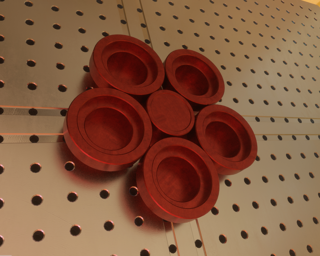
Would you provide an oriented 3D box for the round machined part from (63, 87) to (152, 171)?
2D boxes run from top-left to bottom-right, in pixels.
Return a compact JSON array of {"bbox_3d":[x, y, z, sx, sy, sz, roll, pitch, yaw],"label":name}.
[{"bbox_3d":[-0.062,0.005,0.360,0.099,0.042,0.098,13,56,-21],"label":"round machined part"}]

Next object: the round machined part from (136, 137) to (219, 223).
[{"bbox_3d":[0.017,0.063,0.367,0.099,0.042,0.098,13,56,-21],"label":"round machined part"}]

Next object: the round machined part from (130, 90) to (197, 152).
[{"bbox_3d":[0.006,-0.011,0.406,0.099,0.042,0.098,13,56,-21],"label":"round machined part"}]

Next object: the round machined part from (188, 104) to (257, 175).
[{"bbox_3d":[0.081,0.019,0.428,0.099,0.042,0.098,13,56,-21],"label":"round machined part"}]

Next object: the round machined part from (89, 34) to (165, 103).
[{"bbox_3d":[-0.047,-0.074,0.417,0.099,0.042,0.098,13,56,-21],"label":"round machined part"}]

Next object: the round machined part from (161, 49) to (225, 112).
[{"bbox_3d":[0.043,-0.065,0.459,0.099,0.042,0.098,13,56,-21],"label":"round machined part"}]
